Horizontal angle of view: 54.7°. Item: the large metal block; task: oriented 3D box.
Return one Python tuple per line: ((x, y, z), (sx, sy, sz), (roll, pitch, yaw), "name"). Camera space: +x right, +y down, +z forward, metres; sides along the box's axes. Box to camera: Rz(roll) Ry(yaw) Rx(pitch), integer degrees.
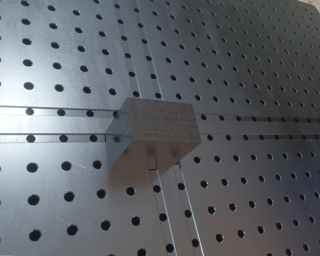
((-0.011, 0.010, 0.362), (0.081, 0.080, 0.050), (4, 60, -27), "large metal block")
